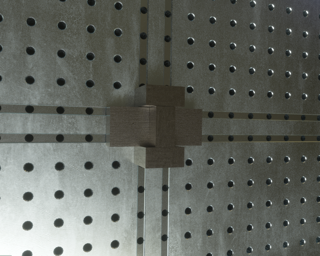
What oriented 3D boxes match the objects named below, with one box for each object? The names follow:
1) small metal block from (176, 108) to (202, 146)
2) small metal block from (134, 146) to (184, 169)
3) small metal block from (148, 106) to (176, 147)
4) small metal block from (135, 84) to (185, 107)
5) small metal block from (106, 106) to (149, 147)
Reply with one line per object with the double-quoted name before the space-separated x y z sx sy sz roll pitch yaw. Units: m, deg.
"small metal block" 0.029 -0.001 0.424 0.050 0.025 0.050 1 90 -21
"small metal block" -0.002 0.036 0.399 0.050 0.050 0.025 1 90 -20
"small metal block" -0.002 -0.002 0.399 0.025 0.050 0.050 1 90 -20
"small metal block" -0.001 -0.039 0.399 0.050 0.050 0.025 1 90 -20
"small metal block" -0.042 -0.002 0.398 0.050 0.025 0.050 1 90 -21
